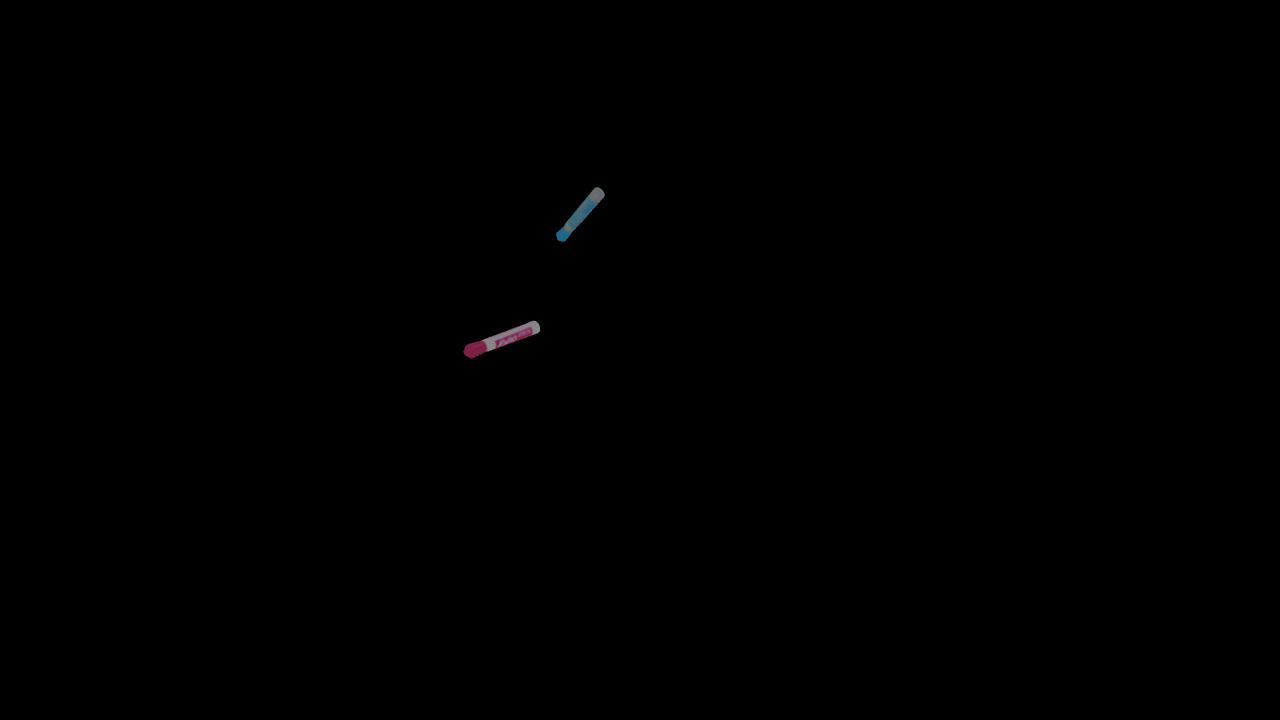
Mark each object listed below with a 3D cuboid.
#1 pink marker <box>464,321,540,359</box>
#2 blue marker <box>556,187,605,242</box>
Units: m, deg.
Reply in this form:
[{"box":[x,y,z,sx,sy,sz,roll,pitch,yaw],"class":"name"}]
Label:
[{"box":[-0.184,-0.028,0.822,0.020,0.020,0.121,0,18,41],"class":"pink marker"},{"box":[-0.094,-0.220,0.942,0.020,0.020,0.121,0,-26,-40],"class":"blue marker"}]
